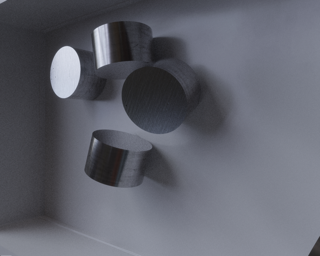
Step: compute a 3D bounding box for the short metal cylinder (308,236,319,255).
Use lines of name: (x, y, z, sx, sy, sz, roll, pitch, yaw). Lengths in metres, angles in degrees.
short metal cylinder: (0.153, 0.103, 0.244, 0.050, 0.081, 0.079, 31, 109, 35)

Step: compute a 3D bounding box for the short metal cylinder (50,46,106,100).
short metal cylinder: (-0.131, -0.086, 0.496, 0.080, 0.050, 0.079, 0, 90, 39)

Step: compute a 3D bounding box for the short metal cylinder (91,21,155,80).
short metal cylinder: (-0.047, -0.099, 0.408, 0.080, 0.081, 0.050, -12, 83, 39)

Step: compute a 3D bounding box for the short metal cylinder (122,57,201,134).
short metal cylinder: (0.002, -0.039, 0.367, 0.080, 0.050, 0.079, 10, 117, 21)

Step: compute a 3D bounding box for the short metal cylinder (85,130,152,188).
short metal cylinder: (-0.056, 0.039, 0.415, 0.080, 0.081, 0.050, 25, 106, 37)
